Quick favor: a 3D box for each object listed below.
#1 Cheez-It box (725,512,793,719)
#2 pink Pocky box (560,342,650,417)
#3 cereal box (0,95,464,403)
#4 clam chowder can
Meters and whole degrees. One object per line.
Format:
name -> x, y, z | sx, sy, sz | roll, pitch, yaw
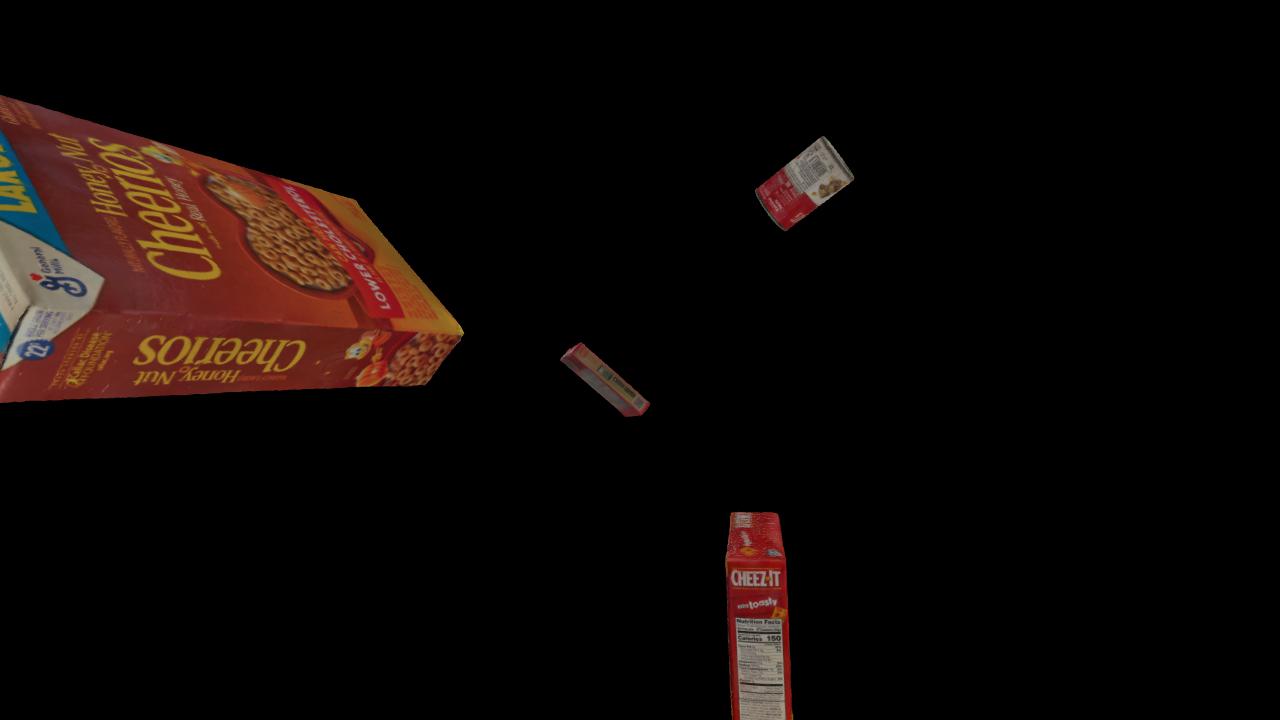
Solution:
Cheez-It box -> 0.140, 0.311, 0.727 | 0.071, 0.223, 0.166 | -2, 4, 9
pink Pocky box -> -0.059, 0.035, 1.020 | 0.155, 0.029, 0.084 | 42, -18, -10
cereal box -> -0.304, -0.070, 0.456 | 0.203, 0.081, 0.306 | 47, 17, 18
clam chowder can -> 0.204, -0.219, 0.765 | 0.102, 0.068, 0.068 | -37, -19, 28
